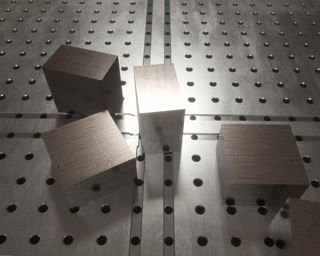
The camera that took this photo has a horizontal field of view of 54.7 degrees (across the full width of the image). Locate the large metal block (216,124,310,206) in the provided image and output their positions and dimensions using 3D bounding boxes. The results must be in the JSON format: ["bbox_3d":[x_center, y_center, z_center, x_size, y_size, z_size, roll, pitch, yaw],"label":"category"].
[{"bbox_3d":[0.112,0.042,0.358,0.081,0.050,0.080,1,50,0],"label":"large metal block"}]

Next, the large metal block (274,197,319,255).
[{"bbox_3d":[0.158,0.120,0.293,0.080,0.050,0.080,8,51,6],"label":"large metal block"}]

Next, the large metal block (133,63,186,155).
[{"bbox_3d":[-0.003,-0.023,0.392,0.050,0.080,0.080,-6,50,-5],"label":"large metal block"}]

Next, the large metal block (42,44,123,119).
[{"bbox_3d":[-0.100,-0.059,0.420,0.080,0.080,0.050,14,51,11],"label":"large metal block"}]

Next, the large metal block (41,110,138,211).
[{"bbox_3d":[-0.081,0.035,0.361,0.081,0.050,0.080,-22,54,-18],"label":"large metal block"}]
